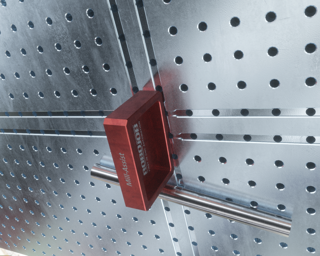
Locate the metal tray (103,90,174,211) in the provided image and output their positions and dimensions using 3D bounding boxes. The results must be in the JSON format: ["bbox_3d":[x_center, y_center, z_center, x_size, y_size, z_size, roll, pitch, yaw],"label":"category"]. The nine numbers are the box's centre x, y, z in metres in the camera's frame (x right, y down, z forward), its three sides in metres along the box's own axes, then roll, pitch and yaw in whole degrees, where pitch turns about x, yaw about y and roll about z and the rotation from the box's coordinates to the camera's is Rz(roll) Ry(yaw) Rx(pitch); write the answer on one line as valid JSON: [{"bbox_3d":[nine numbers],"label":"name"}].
[{"bbox_3d":[-0.021,0.028,0.395,0.030,0.090,0.129,5,121,27],"label":"metal tray"}]

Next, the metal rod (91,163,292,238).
[{"bbox_3d":[0.031,0.100,0.455,0.301,0.025,0.025,12,124,21],"label":"metal rod"}]
